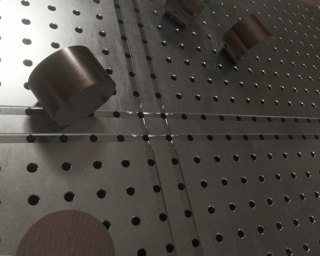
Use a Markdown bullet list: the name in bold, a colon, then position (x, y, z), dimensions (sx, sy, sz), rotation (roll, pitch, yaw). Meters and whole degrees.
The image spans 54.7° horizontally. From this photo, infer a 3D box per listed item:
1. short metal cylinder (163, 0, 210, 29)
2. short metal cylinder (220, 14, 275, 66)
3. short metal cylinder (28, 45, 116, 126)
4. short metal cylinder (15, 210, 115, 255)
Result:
- **short metal cylinder**: position (0.050, -0.221, 0.537), dimensions (0.050, 0.080, 0.080), rotation (40, 51, -2)
- **short metal cylinder**: position (0.156, -0.156, 0.555), dimensions (0.081, 0.080, 0.050), rotation (-24, 75, -37)
- **short metal cylinder**: position (-0.098, -0.046, 0.349), dimensions (0.081, 0.080, 0.050), rotation (-30, 79, -38)
- **short metal cylinder**: position (-0.086, 0.119, 0.274), dimensions (0.081, 0.050, 0.080), rotation (14, 56, -21)
